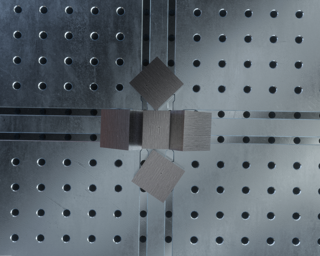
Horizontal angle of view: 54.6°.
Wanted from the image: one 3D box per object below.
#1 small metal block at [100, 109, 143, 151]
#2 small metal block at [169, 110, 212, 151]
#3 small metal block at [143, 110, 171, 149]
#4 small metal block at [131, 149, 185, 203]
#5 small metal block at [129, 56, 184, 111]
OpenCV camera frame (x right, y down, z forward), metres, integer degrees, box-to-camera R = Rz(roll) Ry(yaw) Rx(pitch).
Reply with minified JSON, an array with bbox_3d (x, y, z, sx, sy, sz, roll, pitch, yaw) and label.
[{"bbox_3d":[-0.050,0.001,0.400,0.050,0.025,0.050,3,91,36],"label":"small metal block"},{"bbox_3d":[0.040,0.004,0.400,0.050,0.025,0.050,3,90,-41],"label":"small metal block"},{"bbox_3d":[-0.004,0.002,0.413,0.050,0.025,0.050,1,89,0],"label":"small metal block"},{"bbox_3d":[-0.002,0.062,0.413,0.050,0.025,0.050,34,90,1],"label":"small metal block"},{"bbox_3d":[-0.004,-0.058,0.413,0.050,0.025,0.050,-44,89,-1],"label":"small metal block"}]
